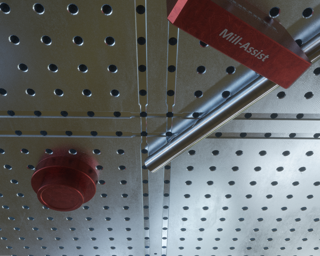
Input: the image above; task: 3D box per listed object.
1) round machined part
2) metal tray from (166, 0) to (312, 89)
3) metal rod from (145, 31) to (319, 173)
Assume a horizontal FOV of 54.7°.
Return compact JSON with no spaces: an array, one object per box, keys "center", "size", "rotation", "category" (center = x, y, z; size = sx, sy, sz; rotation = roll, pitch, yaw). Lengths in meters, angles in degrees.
[{"center":[-0.148,0.092,0.477],"size":[0.099,0.042,0.097],"rotation":[0,130,0],"category":"round machined part"},{"center":[0.069,-0.096,0.287],"size":[0.131,0.090,0.030],"rotation":[24,126,-19],"category":"metal tray"},{"center":[0.092,-0.026,0.389],"size":[0.025,0.025,0.299],"rotation":[37,121,-27],"category":"metal rod"}]
